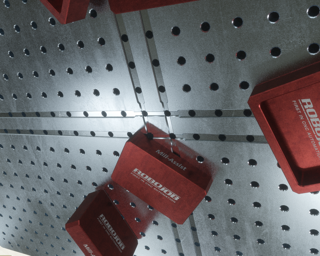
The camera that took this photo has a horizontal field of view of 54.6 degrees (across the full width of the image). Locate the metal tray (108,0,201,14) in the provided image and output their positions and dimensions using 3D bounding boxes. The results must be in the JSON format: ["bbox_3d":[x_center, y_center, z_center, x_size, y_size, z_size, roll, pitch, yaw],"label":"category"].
[{"bbox_3d":[0.002,-0.169,0.303,0.130,0.030,0.090,2,119,27],"label":"metal tray"}]

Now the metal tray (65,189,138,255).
[{"bbox_3d":[-0.094,0.183,0.530,0.030,0.090,0.130,-23,106,24],"label":"metal tray"}]

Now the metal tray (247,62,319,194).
[{"bbox_3d":[0.162,0.004,0.324,0.090,0.030,0.130,-21,108,36],"label":"metal tray"}]

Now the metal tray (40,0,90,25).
[{"bbox_3d":[-0.105,-0.187,0.321,0.090,0.030,0.129,47,141,9],"label":"metal tray"}]

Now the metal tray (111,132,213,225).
[{"bbox_3d":[-0.001,0.075,0.455,0.130,0.030,0.089,32,129,7],"label":"metal tray"}]
